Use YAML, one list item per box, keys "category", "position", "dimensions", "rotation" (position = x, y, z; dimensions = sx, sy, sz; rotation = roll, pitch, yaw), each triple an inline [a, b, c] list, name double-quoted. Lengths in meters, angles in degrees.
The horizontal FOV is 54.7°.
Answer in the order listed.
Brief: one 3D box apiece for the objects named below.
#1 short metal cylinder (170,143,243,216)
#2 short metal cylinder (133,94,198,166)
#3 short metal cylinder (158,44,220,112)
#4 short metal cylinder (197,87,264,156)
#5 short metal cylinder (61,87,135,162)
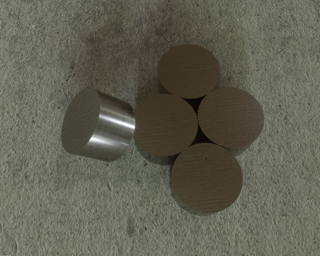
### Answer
- category: "short metal cylinder"
  position: [0.053, 0.063, 0.373]
  dimensions: [0.081, 0.050, 0.080]
  rotation: [0, 70, 0]
- category: "short metal cylinder"
  position: [0.005, 0.003, 0.395]
  dimensions: [0.081, 0.050, 0.080]
  rotation: [0, 70, 0]
- category: "short metal cylinder"
  position: [0.037, -0.065, 0.420]
  dimensions: [0.081, 0.050, 0.080]
  rotation: [0, 70, 0]
- category: "short metal cylinder"
  position: [0.086, -0.006, 0.399]
  dimensions: [0.081, 0.050, 0.080]
  rotation: [0, 70, 0]
- category: "short metal cylinder"
  position: [-0.076, -0.003, 0.375]
  dimensions: [0.080, 0.050, 0.080]
  rotation: [-20, 61, 40]
